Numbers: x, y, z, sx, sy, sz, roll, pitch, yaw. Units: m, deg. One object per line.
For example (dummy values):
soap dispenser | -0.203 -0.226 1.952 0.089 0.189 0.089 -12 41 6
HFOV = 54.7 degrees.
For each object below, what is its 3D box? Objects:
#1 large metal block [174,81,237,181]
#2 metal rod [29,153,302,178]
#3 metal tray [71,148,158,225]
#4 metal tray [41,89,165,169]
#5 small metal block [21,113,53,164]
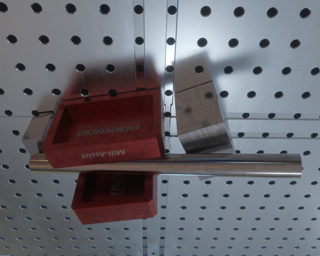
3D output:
large metal block | 0.057 0.003 0.378 0.050 0.080 0.080 -18 128 14
metal rod | -0.005 0.041 0.347 0.301 0.025 0.025 -1 131 12
metal tray | -0.050 0.052 0.386 0.090 0.130 0.030 -7 130 5
metal tray | -0.061 -0.001 0.366 0.131 0.090 0.030 -7 131 5
small metal block | -0.151 0.016 0.406 0.025 0.050 0.050 -6 130 5
